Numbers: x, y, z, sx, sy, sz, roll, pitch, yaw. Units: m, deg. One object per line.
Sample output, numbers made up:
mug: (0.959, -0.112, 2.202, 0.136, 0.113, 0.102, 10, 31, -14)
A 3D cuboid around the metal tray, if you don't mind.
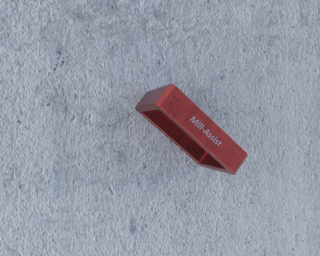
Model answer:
metal tray: (0.036, 0.003, 0.390, 0.130, 0.090, 0.030, 41, 77, -16)
